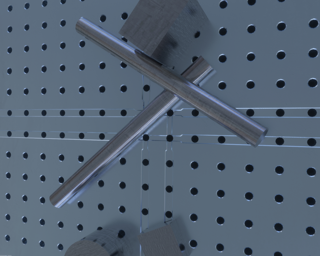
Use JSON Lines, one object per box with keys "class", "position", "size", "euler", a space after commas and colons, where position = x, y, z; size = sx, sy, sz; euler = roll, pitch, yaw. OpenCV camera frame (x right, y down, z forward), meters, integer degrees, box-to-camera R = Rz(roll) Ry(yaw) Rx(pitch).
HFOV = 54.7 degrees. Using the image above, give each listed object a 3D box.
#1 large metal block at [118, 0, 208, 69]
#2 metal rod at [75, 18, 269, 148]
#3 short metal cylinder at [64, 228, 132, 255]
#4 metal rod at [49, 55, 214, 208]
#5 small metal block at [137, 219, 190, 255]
{"class": "large metal block", "position": [0.007, -0.126, 0.381], "size": [0.050, 0.080, 0.080], "euler": [40, 103, 15]}
{"class": "metal rod", "position": [-0.003, -0.069, 0.390], "size": [0.300, 0.025, 0.025], "euler": [36, 102, 25]}
{"class": "short metal cylinder", "position": [-0.085, 0.187, 0.429], "size": [0.080, 0.050, 0.079], "euler": [0, 90, 20]}
{"class": "metal rod", "position": [-0.048, 0.014, 0.429], "size": [0.299, 0.025, 0.025], "euler": [-42, 77, 15]}
{"class": "small metal block", "position": [0.005, 0.155, 0.411], "size": [0.050, 0.025, 0.050], "euler": [-25, 82, 18]}
